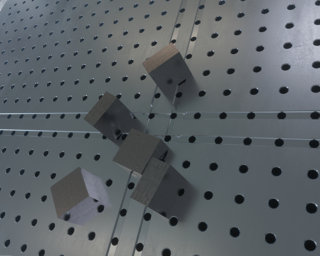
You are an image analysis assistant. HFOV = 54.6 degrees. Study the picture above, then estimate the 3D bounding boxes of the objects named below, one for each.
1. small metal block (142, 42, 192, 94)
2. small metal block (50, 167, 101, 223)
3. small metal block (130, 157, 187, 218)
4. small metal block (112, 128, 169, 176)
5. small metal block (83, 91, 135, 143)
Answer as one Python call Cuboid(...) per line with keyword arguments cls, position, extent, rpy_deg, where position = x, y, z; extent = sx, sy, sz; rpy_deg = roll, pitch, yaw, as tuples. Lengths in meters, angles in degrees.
Cuboid(cls="small metal block", position=(0.011, -0.084, 0.439), extent=(0.050, 0.050, 0.025), rpy_deg=(-34, 51, 6))
Cuboid(cls="small metal block", position=(-0.114, 0.089, 0.415), extent=(0.050, 0.025, 0.050), rpy_deg=(-35, 51, 5))
Cuboid(cls="small metal block", position=(0.000, 0.068, 0.351), extent=(0.025, 0.050, 0.050), rpy_deg=(19, 72, 35))
Cuboid(cls="small metal block", position=(-0.025, 0.034, 0.402), extent=(0.050, 0.025, 0.050), rpy_deg=(19, 72, 35))
Cuboid(cls="small metal block", position=(-0.071, -0.015, 0.440), extent=(0.025, 0.050, 0.050), rpy_deg=(31, 79, 38))
